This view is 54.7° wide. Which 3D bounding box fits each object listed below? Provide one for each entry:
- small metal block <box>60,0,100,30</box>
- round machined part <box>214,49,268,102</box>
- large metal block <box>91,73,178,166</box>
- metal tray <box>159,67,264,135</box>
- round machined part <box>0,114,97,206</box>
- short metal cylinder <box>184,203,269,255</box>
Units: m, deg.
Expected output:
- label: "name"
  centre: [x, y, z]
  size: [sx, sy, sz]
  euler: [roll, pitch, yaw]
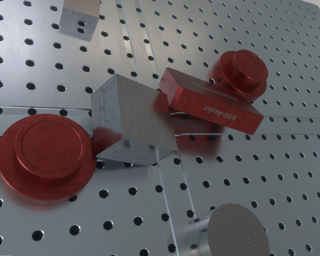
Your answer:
- label: "small metal block"
  centre: [-0.116, -0.176, 0.453]
  size: [0.050, 0.025, 0.050]
  euler: [10, 57, -23]
- label: "round machined part"
  centre: [0.146, -0.096, 0.533]
  size: [0.099, 0.042, 0.098]
  euler: [14, 56, -21]
- label: "large metal block"
  centre: [-0.031, -0.006, 0.364]
  size: [0.080, 0.050, 0.080]
  euler: [17, 53, -42]
- label: "metal tray"
  centre: [0.070, -0.039, 0.437]
  size: [0.131, 0.030, 0.090]
  euler: [17, 22, -19]
- label: "round machined part"
  centre: [-0.113, 0.027, 0.320]
  size: [0.099, 0.042, 0.098]
  euler: [13, 56, -21]
- label: "short metal cylinder"
  centre: [0.075, 0.132, 0.352]
  size: [0.081, 0.050, 0.080]
  euler: [14, 56, -21]
